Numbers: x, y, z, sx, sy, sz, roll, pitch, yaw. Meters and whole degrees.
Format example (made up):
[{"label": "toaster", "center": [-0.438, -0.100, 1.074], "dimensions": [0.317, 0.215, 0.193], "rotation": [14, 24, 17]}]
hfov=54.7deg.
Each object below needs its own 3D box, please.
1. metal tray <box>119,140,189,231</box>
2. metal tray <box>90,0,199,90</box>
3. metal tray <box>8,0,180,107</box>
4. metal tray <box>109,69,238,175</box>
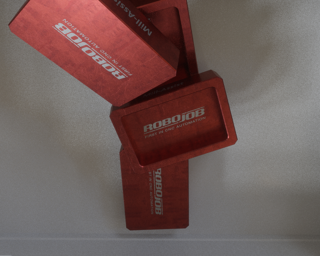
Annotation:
[{"label": "metal tray", "center": [-0.006, 0.082, 0.439], "dimensions": [0.091, 0.030, 0.129], "rotation": [-2, 110, 0]}, {"label": "metal tray", "center": [-0.010, -0.086, 0.338], "dimensions": [0.090, 0.030, 0.130], "rotation": [-15, 147, 5]}, {"label": "metal tray", "center": [-0.056, -0.080, 0.287], "dimensions": [0.090, 0.030, 0.130], "rotation": [-24, 132, 38]}, {"label": "metal tray", "center": [0.017, -0.005, 0.369], "dimensions": [0.131, 0.030, 0.090], "rotation": [-18, 116, 3]}]
